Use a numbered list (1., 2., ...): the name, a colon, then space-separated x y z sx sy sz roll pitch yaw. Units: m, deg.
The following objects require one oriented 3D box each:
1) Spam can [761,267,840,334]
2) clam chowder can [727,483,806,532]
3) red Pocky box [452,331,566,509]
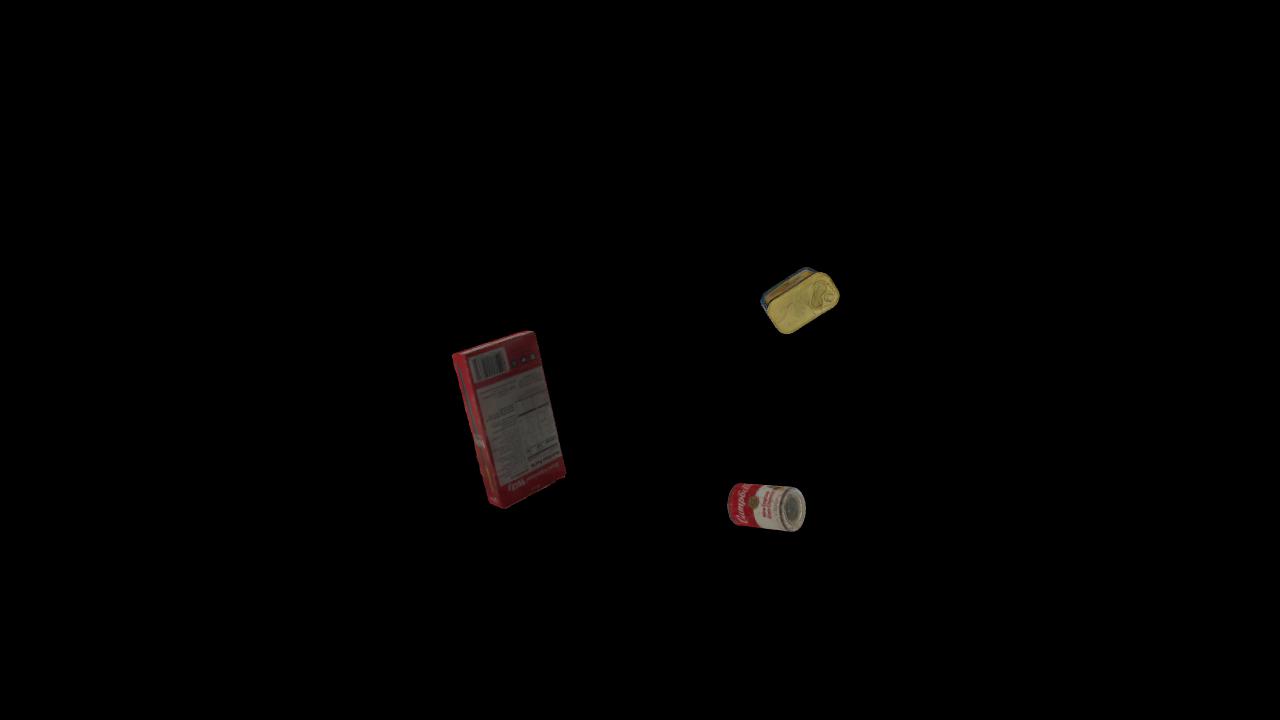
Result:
1. Spam can: 0.233 -0.091 0.913 0.101 0.058 0.085 -33 13 10
2. clam chowder can: 0.196 0.228 0.955 0.068 0.068 0.102 0 -5 -44
3. red Pocky box: -0.124 0.056 0.594 0.028 0.155 0.083 3 18 43
